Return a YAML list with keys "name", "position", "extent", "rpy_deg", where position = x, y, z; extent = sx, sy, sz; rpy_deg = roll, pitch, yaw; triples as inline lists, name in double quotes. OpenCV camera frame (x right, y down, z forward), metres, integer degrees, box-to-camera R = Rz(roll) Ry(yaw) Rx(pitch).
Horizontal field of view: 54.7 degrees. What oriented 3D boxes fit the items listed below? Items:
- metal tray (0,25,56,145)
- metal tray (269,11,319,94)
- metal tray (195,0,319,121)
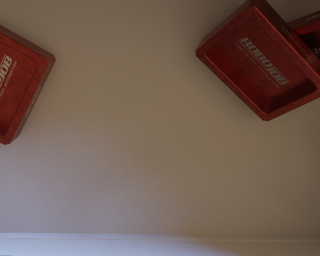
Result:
- name: "metal tray"
  position: [-0.201, -0.054, 0.386]
  extent: [0.090, 0.030, 0.129]
  rpy_deg: [29, 107, -11]
- name: "metal tray"
  position: [0.197, -0.085, 0.331]
  extent: [0.030, 0.130, 0.090]
  rpy_deg: [-49, 114, -30]
- name: "metal tray"
  position: [0.117, -0.073, 0.357]
  extent: [0.130, 0.030, 0.090]
  rpy_deg: [41, 140, -14]
